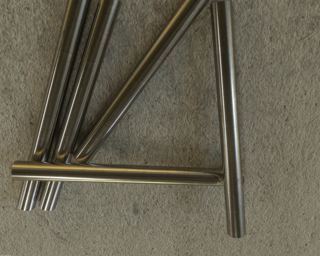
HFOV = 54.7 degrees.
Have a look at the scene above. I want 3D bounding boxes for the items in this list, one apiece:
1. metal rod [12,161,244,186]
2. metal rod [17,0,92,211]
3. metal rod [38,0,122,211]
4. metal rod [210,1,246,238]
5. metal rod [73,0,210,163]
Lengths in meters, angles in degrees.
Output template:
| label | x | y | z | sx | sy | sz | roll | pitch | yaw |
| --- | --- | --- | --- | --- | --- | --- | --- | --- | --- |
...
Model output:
| label | x | y | z | sx | sy | sz | roll | pitch | yaw |
| --- | --- | --- | --- | --- | --- | --- | --- | --- | --- |
| metal rod | -0.035 | 0.062 | 0.415 | 0.302 | 0.025 | 0.025 | 3 | 110 | -8 |
| metal rod | -0.142 | -0.019 | 0.401 | 0.025 | 0.025 | 0.298 | 19 | 109 | -7 |
| metal rod | -0.109 | -0.019 | 0.401 | 0.025 | 0.025 | 0.298 | 20 | 109 | -7 |
| metal rod | 0.088 | 0.000 | 0.391 | 0.025 | 0.025 | 0.298 | -6 | 103 | 2 |
| metal rod | -0.019 | -0.071 | 0.383 | 0.025 | 0.025 | 0.299 | 35 | 106 | -12 |
